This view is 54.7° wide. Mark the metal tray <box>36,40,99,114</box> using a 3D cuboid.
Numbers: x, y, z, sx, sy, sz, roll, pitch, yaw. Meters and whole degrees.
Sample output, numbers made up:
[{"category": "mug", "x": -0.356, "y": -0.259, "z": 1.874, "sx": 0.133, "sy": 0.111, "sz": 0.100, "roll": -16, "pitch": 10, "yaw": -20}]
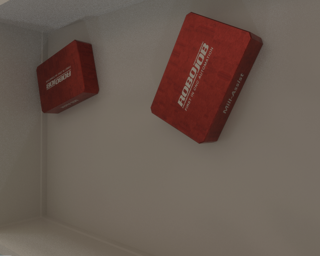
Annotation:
[{"category": "metal tray", "x": -0.164, "y": -0.085, "z": 0.540, "sx": 0.130, "sy": 0.030, "sz": 0.090, "roll": -18, "pitch": 79, "yaw": 38}]

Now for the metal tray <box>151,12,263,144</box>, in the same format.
[{"category": "metal tray", "x": 0.049, "y": -0.058, "z": 0.363, "sx": 0.090, "sy": 0.030, "sz": 0.129, "roll": 34, "pitch": 111, "yaw": 34}]
